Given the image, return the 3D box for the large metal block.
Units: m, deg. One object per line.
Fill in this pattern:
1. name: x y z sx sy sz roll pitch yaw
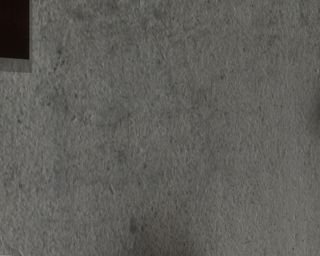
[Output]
1. large metal block: -0.161 -0.105 0.320 0.050 0.080 0.079 0 90 -20
